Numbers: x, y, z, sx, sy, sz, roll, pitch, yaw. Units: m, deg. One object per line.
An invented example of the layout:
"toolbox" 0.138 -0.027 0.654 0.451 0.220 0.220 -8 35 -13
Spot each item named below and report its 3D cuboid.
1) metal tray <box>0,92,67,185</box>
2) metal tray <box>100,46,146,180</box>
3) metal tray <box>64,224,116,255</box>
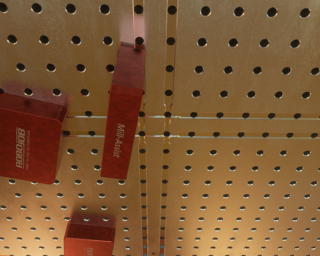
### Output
"metal tray" -0.182 0.019 0.422 0.091 0.030 0.129 13 129 -11
"metal tray" -0.043 -0.015 0.355 0.030 0.090 0.129 8 130 -8
"metal tray" -0.140 0.241 0.612 0.091 0.030 0.129 8 130 -7
